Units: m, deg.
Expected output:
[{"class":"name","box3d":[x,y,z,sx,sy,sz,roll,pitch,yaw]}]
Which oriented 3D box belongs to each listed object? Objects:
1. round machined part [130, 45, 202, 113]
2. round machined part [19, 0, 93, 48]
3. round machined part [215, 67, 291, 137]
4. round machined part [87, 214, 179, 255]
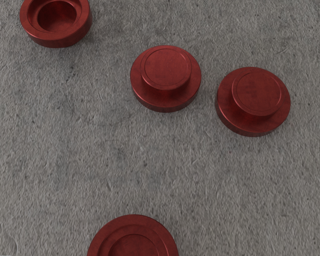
[{"class":"round machined part","box3d":[0.008,-0.074,0.426,0.099,0.042,0.098,0,70,0]},{"class":"round machined part","box3d":[-0.148,-0.158,0.456,0.099,0.042,0.098,0,70,0]},{"class":"round machined part","box3d":[0.126,-0.040,0.415,0.099,0.042,0.098,0,70,0]},{"class":"round machined part","box3d":[-0.029,0.148,0.345,0.099,0.042,0.098,0,70,0]}]
